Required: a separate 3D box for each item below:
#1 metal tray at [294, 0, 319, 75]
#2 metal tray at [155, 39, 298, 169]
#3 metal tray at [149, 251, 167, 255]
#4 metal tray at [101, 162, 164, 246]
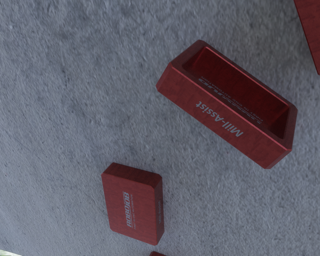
[{"bbox_3d":[0.158,-0.115,0.249,0.090,0.030,0.129,-16,111,34],"label":"metal tray"},{"bbox_3d":[0.071,-0.029,0.308,0.130,0.090,0.030,37,129,3],"label":"metal tray"},{"bbox_3d":[0.039,0.281,0.555,0.130,0.030,0.089,12,124,21],"label":"metal tray"},{"bbox_3d":[-0.042,0.124,0.501,0.090,0.030,0.129,11,123,21],"label":"metal tray"}]
